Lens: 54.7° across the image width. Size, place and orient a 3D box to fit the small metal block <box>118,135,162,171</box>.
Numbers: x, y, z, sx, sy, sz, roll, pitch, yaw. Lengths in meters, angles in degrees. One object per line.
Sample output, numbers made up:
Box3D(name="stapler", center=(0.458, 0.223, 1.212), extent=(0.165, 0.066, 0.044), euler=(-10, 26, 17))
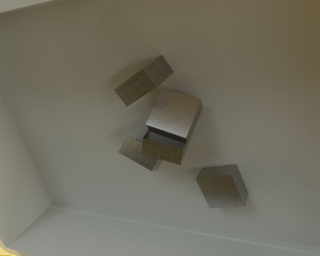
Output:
Box3D(name="small metal block", center=(-0.023, 0.035, 0.422), extent=(0.050, 0.050, 0.025), euler=(28, 87, 10))

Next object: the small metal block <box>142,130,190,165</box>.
Box3D(name="small metal block", center=(0.010, 0.015, 0.392), extent=(0.050, 0.050, 0.025), euler=(15, 126, 11))

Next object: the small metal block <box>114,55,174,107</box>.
Box3D(name="small metal block", center=(-0.018, -0.056, 0.366), extent=(0.050, 0.050, 0.025), euler=(-28, 103, 37))

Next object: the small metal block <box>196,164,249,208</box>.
Box3D(name="small metal block", center=(0.083, 0.078, 0.412), extent=(0.050, 0.025, 0.050), euler=(-13, 112, 33))

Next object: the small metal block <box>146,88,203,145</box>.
Box3D(name="small metal block", center=(0.018, -0.014, 0.370), extent=(0.050, 0.050, 0.025), euler=(19, 164, 17))
